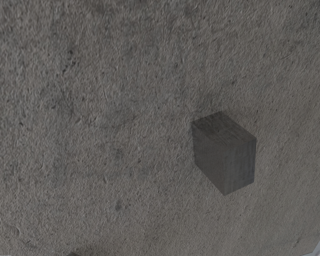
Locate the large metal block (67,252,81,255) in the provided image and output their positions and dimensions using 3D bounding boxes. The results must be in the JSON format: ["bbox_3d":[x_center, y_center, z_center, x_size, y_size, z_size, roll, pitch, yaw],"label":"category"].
[{"bbox_3d":[-0.133,0.247,0.471,0.080,0.050,0.080,-41,130,-1],"label":"large metal block"}]

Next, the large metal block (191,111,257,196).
[{"bbox_3d":[0.089,0.034,0.441,0.050,0.080,0.080,-21,127,-16],"label":"large metal block"}]
